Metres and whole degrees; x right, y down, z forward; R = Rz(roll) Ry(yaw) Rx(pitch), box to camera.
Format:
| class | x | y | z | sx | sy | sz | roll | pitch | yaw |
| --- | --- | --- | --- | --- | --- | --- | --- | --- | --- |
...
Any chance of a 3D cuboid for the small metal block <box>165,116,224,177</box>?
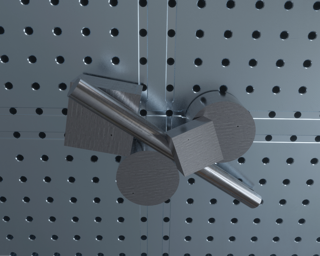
| class | x | y | z | sx | sy | sz | roll | pitch | yaw |
| --- | --- | --- | --- | --- | --- | --- | --- | --- | --- |
| small metal block | 0.039 | 0.020 | 0.357 | 0.050 | 0.025 | 0.050 | -23 | 109 | -11 |

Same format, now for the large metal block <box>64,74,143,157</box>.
| class | x | y | z | sx | sy | sz | roll | pitch | yaw |
| --- | --- | --- | --- | --- | --- | --- | --- | --- | --- |
| large metal block | -0.069 | -0.017 | 0.387 | 0.081 | 0.050 | 0.079 | 10 | 110 | -4 |

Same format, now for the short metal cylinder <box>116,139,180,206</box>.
| class | x | y | z | sx | sy | sz | roll | pitch | yaw |
| --- | --- | --- | --- | --- | --- | --- | --- | --- | --- |
| short metal cylinder | -0.015 | 0.056 | 0.417 | 0.081 | 0.050 | 0.079 | 0 | 110 | 0 |

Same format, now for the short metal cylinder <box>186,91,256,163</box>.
| class | x | y | z | sx | sy | sz | roll | pitch | yaw |
| --- | --- | --- | --- | --- | --- | --- | --- | --- | --- |
| short metal cylinder | 0.075 | -0.002 | 0.396 | 0.081 | 0.050 | 0.079 | 0 | 110 | 0 |

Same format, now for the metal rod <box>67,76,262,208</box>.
| class | x | y | z | sx | sy | sz | roll | pitch | yaw |
| --- | --- | --- | --- | --- | --- | --- | --- | --- | --- |
| metal rod | 0.025 | 0.031 | 0.384 | 0.301 | 0.025 | 0.025 | 33 | 107 | -27 |
